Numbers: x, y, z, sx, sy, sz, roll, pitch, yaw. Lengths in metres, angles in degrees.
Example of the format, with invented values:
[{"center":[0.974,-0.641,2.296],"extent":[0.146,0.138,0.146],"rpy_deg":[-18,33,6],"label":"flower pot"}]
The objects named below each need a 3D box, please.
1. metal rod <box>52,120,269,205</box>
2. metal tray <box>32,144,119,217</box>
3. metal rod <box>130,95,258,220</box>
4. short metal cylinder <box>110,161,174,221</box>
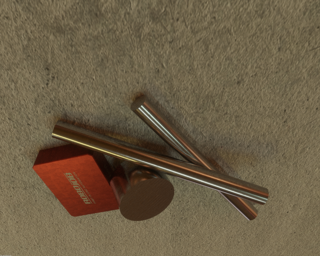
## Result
[{"center":[0.005,0.049,0.423],"extent":[0.302,0.025,0.025],"rpy_deg":[19,128,-6],"label":"metal rod"},{"center":[-0.118,0.081,0.471],"extent":[0.090,0.030,0.129],"rpy_deg":[-12,129,9],"label":"metal tray"},{"center":[0.065,0.058,0.457],"extent":[0.025,0.025,0.300],"rpy_deg":[-31,124,23],"label":"metal rod"},{"center":[-0.026,0.087,0.447],"extent":[0.081,0.050,0.079],"rpy_deg":[-14,127,-18],"label":"short metal cylinder"}]
